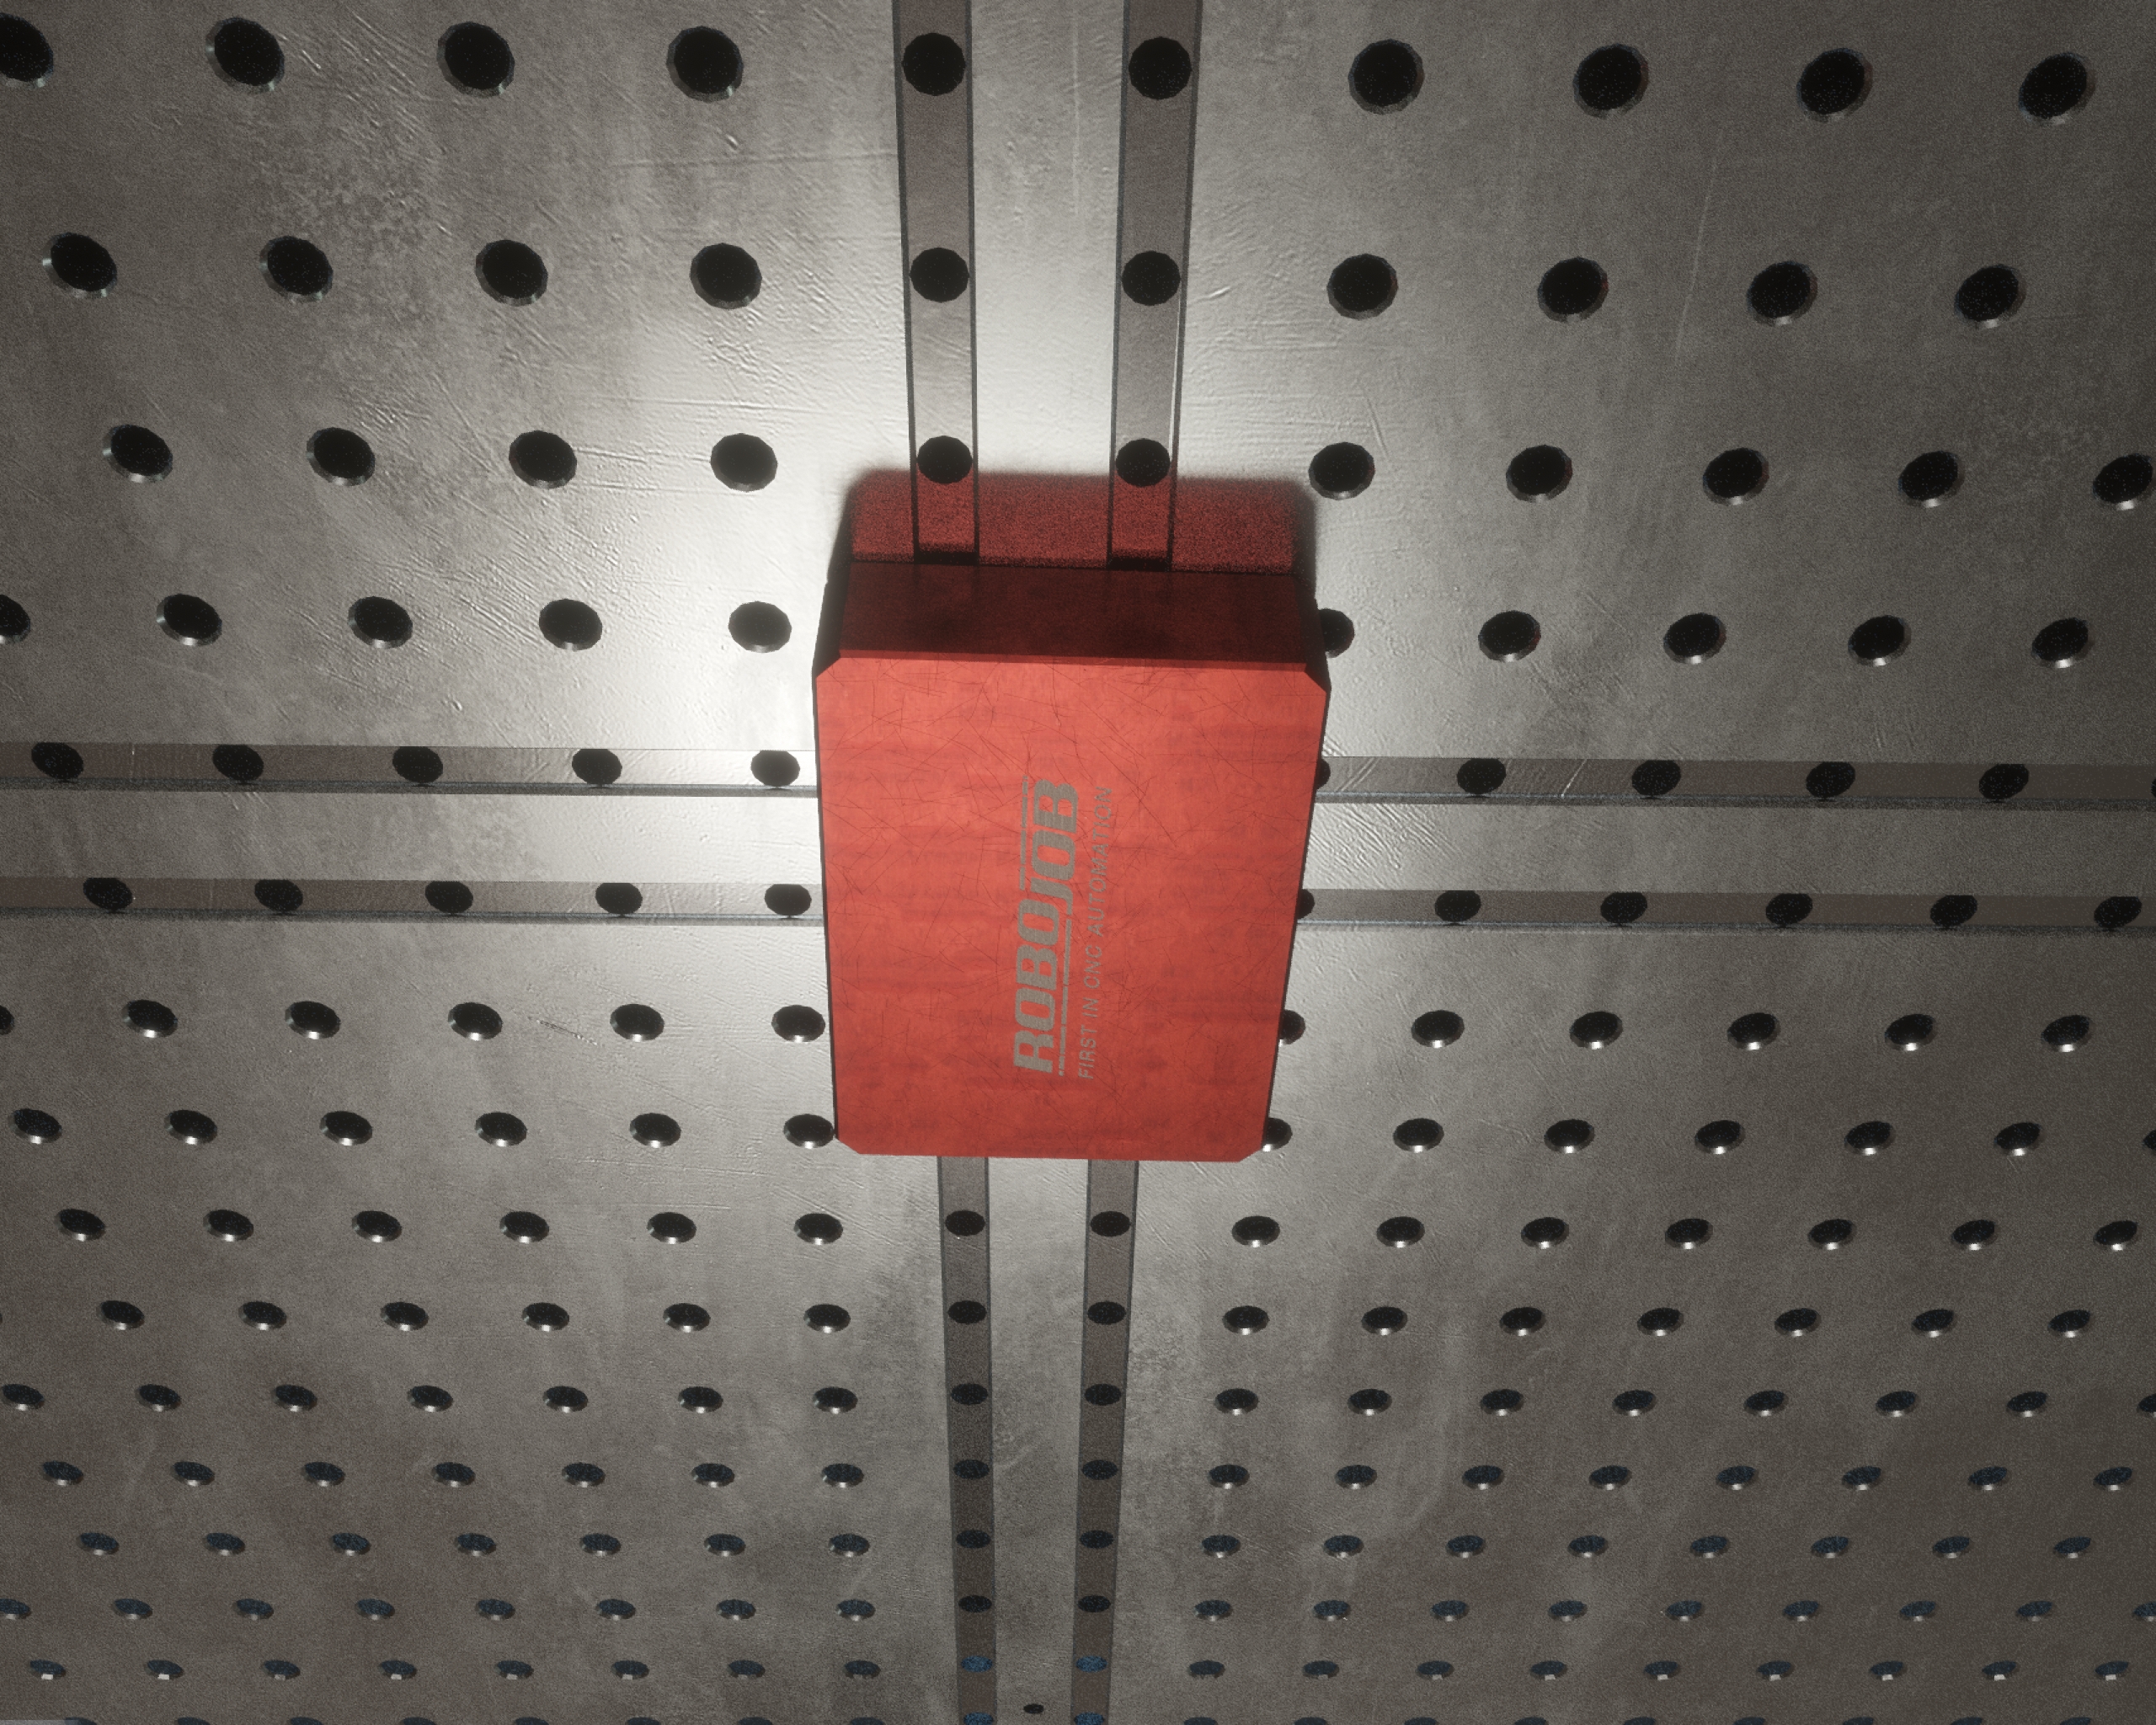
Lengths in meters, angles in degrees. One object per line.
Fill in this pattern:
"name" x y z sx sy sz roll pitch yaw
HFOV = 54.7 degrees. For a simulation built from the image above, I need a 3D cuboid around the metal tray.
"metal tray" -0.003 0.005 0.411 0.091 0.030 0.129 1 130 -2
